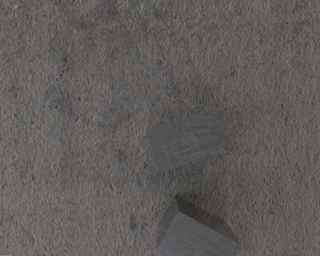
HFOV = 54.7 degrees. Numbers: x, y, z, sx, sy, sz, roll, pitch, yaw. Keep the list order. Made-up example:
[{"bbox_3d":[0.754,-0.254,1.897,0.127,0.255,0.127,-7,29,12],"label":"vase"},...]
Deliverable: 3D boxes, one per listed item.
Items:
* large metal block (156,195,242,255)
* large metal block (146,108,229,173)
[{"bbox_3d":[0.044,0.133,0.383,0.080,0.080,0.050,29,90,0],"label":"large metal block"},{"bbox_3d":[0.030,0.014,0.383,0.080,0.080,0.050,-18,90,0],"label":"large metal block"}]
